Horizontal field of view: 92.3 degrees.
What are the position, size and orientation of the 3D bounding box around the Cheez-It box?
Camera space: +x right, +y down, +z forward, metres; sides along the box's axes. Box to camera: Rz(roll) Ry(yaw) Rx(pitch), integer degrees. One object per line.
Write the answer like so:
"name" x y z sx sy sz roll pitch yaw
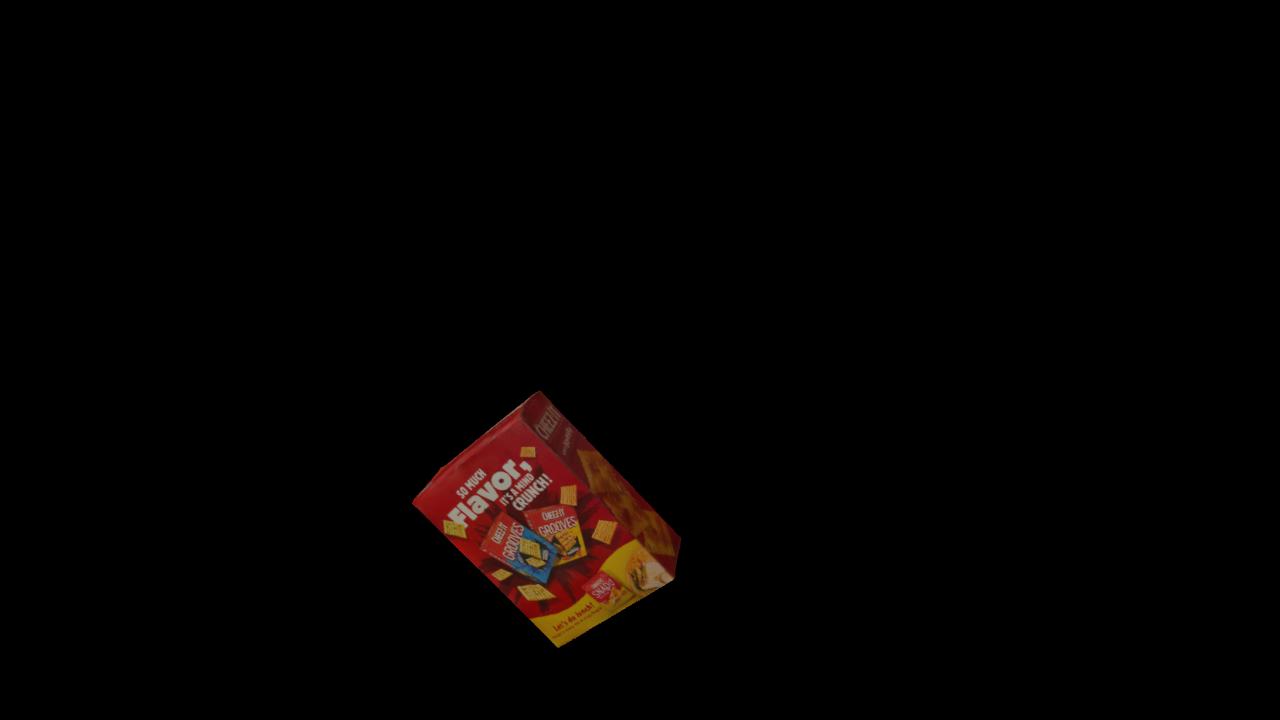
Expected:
"Cheez-It box" -0.092 0.165 0.624 0.166 0.223 0.071 -38 11 21
